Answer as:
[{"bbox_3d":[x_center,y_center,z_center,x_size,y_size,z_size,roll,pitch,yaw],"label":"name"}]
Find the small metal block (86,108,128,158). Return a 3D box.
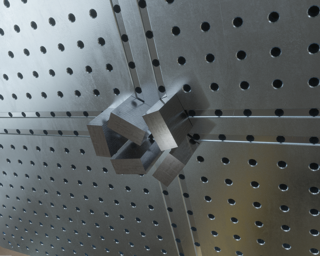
[{"bbox_3d":[-0.072,0.006,0.437,0.025,0.050,0.050,4,121,27],"label":"small metal block"}]

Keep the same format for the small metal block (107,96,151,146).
[{"bbox_3d":[-0.032,-0.011,0.406,0.050,0.050,0.025,29,129,9],"label":"small metal block"}]

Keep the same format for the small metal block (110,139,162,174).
[{"bbox_3d":[-0.033,0.040,0.437,0.050,0.050,0.025,-5,116,30],"label":"small metal block"}]

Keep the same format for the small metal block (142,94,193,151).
[{"bbox_3d":[0.011,-0.008,0.384,0.025,0.050,0.050,-17,109,35],"label":"small metal block"}]

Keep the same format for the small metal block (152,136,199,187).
[{"bbox_3d":[0.021,0.042,0.410,0.025,0.050,0.050,37,129,5],"label":"small metal block"}]
